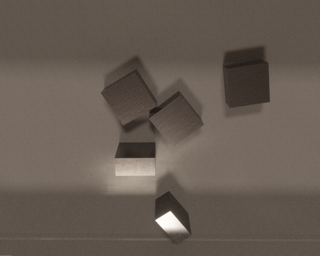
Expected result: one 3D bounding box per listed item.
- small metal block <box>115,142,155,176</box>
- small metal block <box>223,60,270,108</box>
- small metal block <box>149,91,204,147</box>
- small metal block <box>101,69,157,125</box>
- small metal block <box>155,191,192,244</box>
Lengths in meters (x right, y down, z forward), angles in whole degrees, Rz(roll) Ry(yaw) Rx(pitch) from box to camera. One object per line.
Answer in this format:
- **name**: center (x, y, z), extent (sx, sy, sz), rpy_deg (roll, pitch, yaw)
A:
- **small metal block**: center (-0.031, 0.040, 0.412), extent (0.050, 0.050, 0.025), rpy_deg (0, 110, 0)
- **small metal block**: center (0.109, -0.056, 0.392), extent (0.050, 0.025, 0.050), rpy_deg (-9, 110, 2)
- **small metal block**: center (0.021, -0.012, 0.407), extent (0.050, 0.025, 0.050), rpy_deg (-37, 107, 12)
- **small metal block**: center (-0.039, -0.040, 0.396), extent (0.050, 0.025, 0.050), rpy_deg (-30, 108, 10)
- **small metal block**: center (0.018, 0.128, 0.445), extent (0.025, 0.050, 0.050), rpy_deg (-35, 107, 12)
